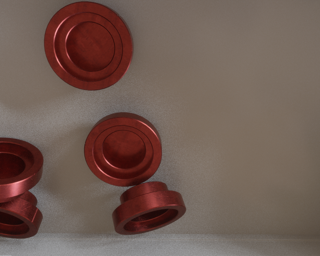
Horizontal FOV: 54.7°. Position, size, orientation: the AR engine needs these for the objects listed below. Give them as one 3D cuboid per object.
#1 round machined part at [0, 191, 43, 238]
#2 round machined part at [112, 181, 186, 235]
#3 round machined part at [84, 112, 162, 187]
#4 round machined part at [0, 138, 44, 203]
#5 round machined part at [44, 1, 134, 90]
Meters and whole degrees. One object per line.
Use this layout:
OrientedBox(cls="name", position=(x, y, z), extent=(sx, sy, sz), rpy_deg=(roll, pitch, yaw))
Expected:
OrientedBox(cls="round machined part", position=(-0.211, 0.112, 0.427), extent=(0.099, 0.042, 0.097), rpy_deg=(4, 137, 4))
OrientedBox(cls="round machined part", position=(-0.017, 0.107, 0.425), extent=(0.099, 0.042, 0.098), rpy_deg=(-14, 148, -9))
OrientedBox(cls="round machined part", position=(-0.047, 0.025, 0.411), extent=(0.099, 0.042, 0.097), rpy_deg=(0, 110, -1))
OrientedBox(cls="round machined part", position=(-0.201, 0.056, 0.391), extent=(0.099, 0.098, 0.042), rpy_deg=(13, 118, -5))
OrientedBox(cls="round machined part", position=(-0.080, -0.097, 0.366), extent=(0.099, 0.042, 0.097), rpy_deg=(0, 110, -1))
